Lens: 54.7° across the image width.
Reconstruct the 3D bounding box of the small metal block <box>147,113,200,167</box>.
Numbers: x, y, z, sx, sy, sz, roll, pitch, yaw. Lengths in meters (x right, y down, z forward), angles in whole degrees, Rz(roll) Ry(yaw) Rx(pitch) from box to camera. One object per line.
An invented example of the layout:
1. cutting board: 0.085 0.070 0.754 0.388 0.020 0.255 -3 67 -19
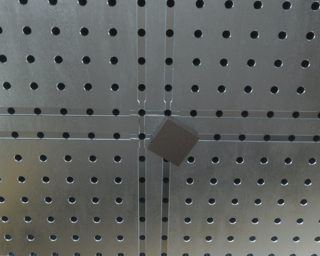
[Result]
1. small metal block: 0.017 0.016 0.420 0.050 0.025 0.050 31 107 -11
